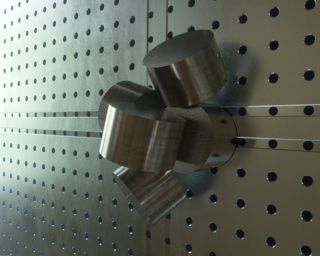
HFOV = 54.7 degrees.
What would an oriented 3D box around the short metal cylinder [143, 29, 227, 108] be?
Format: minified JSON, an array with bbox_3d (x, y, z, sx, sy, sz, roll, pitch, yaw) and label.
[{"bbox_3d":[0.028,-0.066,0.341,0.080,0.080,0.050,3,132,40],"label":"short metal cylinder"}]

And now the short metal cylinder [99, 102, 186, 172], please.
[{"bbox_3d":[-0.018,0.007,0.322,0.080,0.081,0.050,22,104,38],"label":"short metal cylinder"}]

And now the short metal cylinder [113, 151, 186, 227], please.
[{"bbox_3d":[-0.014,0.072,0.377,0.080,0.050,0.080,46,160,23],"label":"short metal cylinder"}]

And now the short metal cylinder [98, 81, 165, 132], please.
[{"bbox_3d":[-0.032,-0.016,0.400,0.050,0.081,0.079,24,105,37],"label":"short metal cylinder"}]

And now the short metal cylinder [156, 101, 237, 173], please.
[{"bbox_3d":[0.040,0.010,0.359,0.080,0.050,0.080,-1,88,40],"label":"short metal cylinder"}]
